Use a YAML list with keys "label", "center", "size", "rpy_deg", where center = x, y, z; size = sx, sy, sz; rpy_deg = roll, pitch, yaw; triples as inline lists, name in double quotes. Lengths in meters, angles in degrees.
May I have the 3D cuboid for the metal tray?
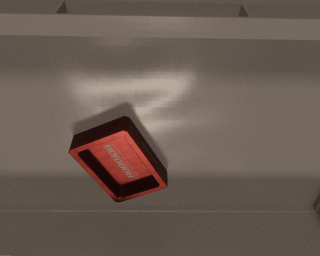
- label: "metal tray"
  center: [-0.055, 0.050, 0.447]
  size: [0.090, 0.030, 0.130]
  rpy_deg: [-20, 128, 16]
